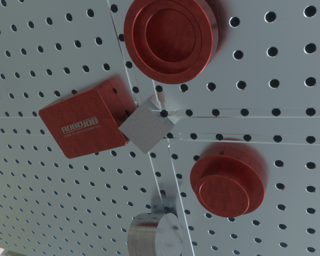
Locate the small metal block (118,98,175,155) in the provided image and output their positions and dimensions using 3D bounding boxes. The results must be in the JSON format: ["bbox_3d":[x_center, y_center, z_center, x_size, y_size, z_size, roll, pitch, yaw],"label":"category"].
[{"bbox_3d":[-0.018,-0.002,0.409,0.050,0.025,0.050,44,112,-4],"label":"small metal block"}]

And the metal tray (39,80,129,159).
[{"bbox_3d":[-0.110,-0.008,0.459,0.130,0.030,0.090,-15,111,34],"label":"metal tray"}]

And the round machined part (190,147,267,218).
[{"bbox_3d":[0.085,0.077,0.402,0.098,0.042,0.097,13,124,20],"label":"round machined part"}]

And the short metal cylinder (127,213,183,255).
[{"bbox_3d":[-0.006,0.174,0.485,0.050,0.080,0.080,-10,114,32],"label":"short metal cylinder"}]

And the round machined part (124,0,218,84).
[{"bbox_3d":[0.014,-0.100,0.330,0.098,0.042,0.097,13,124,20],"label":"round machined part"}]
